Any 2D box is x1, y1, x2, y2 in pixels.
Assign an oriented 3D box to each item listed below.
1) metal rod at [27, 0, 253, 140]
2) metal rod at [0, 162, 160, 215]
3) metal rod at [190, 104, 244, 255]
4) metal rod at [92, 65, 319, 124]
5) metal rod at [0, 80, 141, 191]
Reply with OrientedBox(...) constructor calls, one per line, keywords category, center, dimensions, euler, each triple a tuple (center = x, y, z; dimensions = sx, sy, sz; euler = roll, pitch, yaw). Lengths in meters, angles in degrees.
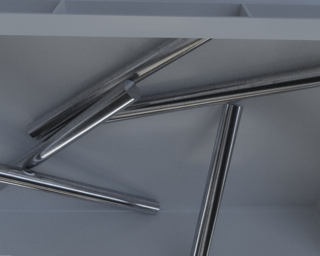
OrientedBox(category="metal rod", center=(-0.039, -0.059, 0.358), dimensions=(0.300, 0.025, 0.025), euler=(-27, 126, 20))
OrientedBox(category="metal rod", center=(-0.130, 0.088, 0.450), dimensions=(0.302, 0.025, 0.025), euler=(21, 127, -30))
OrientedBox(category="metal rod", center=(0.066, 0.114, 0.418), dimensions=(0.025, 0.025, 0.298), euler=(9, 102, -8))
OrientedBox(category="metal rod", center=(0.064, -0.040, 0.375), dimensions=(0.301, 0.025, 0.025), euler=(-9, 130, 7))
OrientedBox(category="metal rod", center=(-0.143, 0.024, 0.407), dimensions=(0.299, 0.025, 0.025), euler=(-30, 125, 30))
